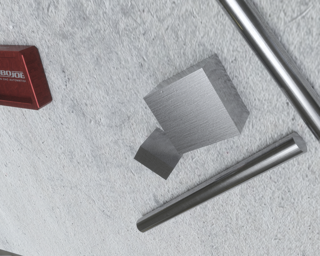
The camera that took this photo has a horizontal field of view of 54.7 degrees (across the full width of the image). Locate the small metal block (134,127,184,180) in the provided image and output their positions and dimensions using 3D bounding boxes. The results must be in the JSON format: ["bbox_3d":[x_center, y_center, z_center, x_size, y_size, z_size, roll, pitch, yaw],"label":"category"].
[{"bbox_3d":[0.002,0.033,0.409,0.050,0.050,0.025,33,129,6],"label":"small metal block"}]

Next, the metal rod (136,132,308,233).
[{"bbox_3d":[0.061,0.090,0.428,0.025,0.025,0.299,47,129,-5],"label":"metal rod"}]

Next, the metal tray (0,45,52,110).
[{"bbox_3d":[-0.236,-0.079,0.475,0.130,0.030,0.089,8,122,23],"label":"metal tray"}]

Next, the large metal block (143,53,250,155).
[{"bbox_3d":[0.042,-0.025,0.352,0.080,0.050,0.080,-23,106,36],"label":"large metal block"}]

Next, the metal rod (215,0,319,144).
[{"bbox_3d":[0.143,-0.031,0.311,0.025,0.025,0.300,-33,101,38],"label":"metal rod"}]
